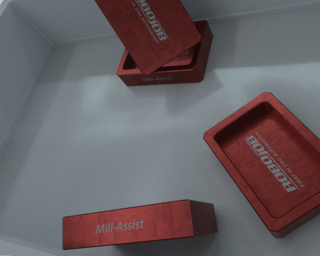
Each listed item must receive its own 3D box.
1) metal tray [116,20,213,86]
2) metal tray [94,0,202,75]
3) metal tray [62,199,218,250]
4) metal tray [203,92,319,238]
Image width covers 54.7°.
[{"bbox_3d":[0.007,-0.110,0.465,0.130,0.030,0.090,1,62,28],"label":"metal tray"},{"bbox_3d":[-0.017,-0.146,0.405,0.090,0.130,0.030,-32,9,7],"label":"metal tray"},{"bbox_3d":[-0.018,0.097,0.309,0.130,0.090,0.030,-13,70,20],"label":"metal tray"},{"bbox_3d":[0.116,0.033,0.321,0.090,0.030,0.130,-35,52,4],"label":"metal tray"}]
